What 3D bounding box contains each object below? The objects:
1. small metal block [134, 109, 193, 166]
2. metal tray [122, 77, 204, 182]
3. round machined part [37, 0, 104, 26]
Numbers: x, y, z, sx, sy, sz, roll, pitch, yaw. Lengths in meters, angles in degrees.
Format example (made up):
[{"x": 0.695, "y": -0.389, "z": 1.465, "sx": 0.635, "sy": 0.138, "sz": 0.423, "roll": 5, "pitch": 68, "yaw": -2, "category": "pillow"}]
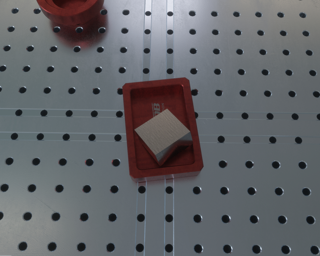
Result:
[{"x": 0.005, "y": 0.011, "z": 0.385, "sx": 0.050, "sy": 0.025, "sz": 0.050, "roll": -33, "pitch": 51, "yaw": -11, "category": "small metal block"}, {"x": 0.001, "y": 0.001, "z": 0.408, "sx": 0.091, "sy": 0.030, "sz": 0.129, "roll": -6, "pitch": 70, "yaw": -3, "category": "metal tray"}, {"x": -0.134, "y": -0.197, "z": 0.474, "sx": 0.099, "sy": 0.042, "sz": 0.098, "roll": 0, "pitch": 70, "yaw": 0, "category": "round machined part"}]
